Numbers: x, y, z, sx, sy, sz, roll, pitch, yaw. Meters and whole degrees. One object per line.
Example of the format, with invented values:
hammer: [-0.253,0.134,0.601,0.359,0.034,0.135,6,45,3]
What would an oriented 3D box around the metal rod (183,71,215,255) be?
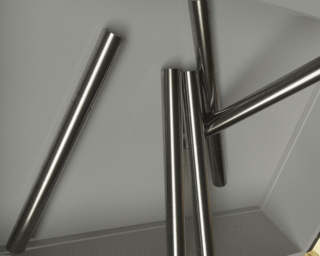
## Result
metal rod: [0.052,0.076,0.407,0.025,0.025,0.298,-10,98,-23]

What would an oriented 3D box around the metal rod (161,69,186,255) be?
metal rod: [0.018,0.078,0.389,0.025,0.025,0.298,-5,96,-26]

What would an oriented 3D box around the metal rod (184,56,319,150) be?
metal rod: [0.145,-0.046,0.370,0.299,0.025,0.025,-30,135,28]

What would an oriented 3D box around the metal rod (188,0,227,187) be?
metal rod: [0.071,-0.027,0.430,0.025,0.025,0.298,-24,127,-14]

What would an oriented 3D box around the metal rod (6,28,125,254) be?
metal rod: [-0.117,0.028,0.361,0.025,0.025,0.298,18,109,-35]
